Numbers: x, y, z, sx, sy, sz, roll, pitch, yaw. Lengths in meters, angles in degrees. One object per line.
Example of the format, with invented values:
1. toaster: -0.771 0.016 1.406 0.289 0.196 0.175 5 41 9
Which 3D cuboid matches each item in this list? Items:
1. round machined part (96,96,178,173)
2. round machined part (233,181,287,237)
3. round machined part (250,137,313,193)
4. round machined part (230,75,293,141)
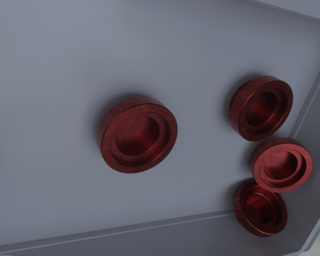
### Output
1. round machined part: -0.031 0.005 0.385 0.099 0.042 0.097 -14 125 -21
2. round machined part: 0.176 0.149 0.561 0.099 0.098 0.042 -5 149 -26
3. round machined part: 0.204 0.060 0.533 0.099 0.042 0.097 0 114 1
4. round machined part: 0.144 -0.032 0.459 0.099 0.042 0.097 -14 125 -21
